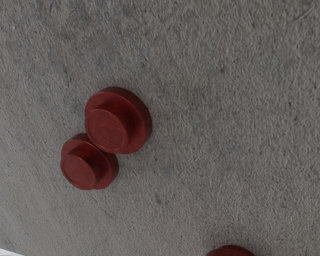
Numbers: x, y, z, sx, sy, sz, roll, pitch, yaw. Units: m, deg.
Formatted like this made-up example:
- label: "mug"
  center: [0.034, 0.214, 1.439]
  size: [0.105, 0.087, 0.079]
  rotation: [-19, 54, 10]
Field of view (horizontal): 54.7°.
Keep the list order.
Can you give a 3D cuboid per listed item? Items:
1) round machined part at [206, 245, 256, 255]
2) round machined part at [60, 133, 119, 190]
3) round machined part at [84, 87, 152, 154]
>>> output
- label: "round machined part"
  center: [0.114, 0.218, 0.470]
  size: [0.098, 0.042, 0.097]
  rotation: [13, 124, 21]
- label: "round machined part"
  center: [-0.119, 0.061, 0.496]
  size: [0.098, 0.042, 0.097]
  rotation: [13, 124, 21]
- label: "round machined part"
  center: [-0.064, -0.004, 0.427]
  size: [0.098, 0.042, 0.097]
  rotation: [13, 124, 21]
